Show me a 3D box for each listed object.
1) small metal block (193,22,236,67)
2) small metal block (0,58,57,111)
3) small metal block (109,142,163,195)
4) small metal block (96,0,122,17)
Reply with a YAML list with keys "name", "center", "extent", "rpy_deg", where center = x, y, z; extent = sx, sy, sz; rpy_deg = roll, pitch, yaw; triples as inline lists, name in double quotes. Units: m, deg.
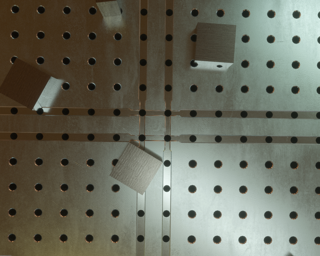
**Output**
- name: "small metal block"
  center: [0.072, -0.111, 0.414]
  extent: [0.050, 0.025, 0.050]
  rpy_deg: [4, 90, -1]
- name: "small metal block"
  center: [-0.175, -0.057, 0.411]
  extent: [0.050, 0.025, 0.050]
  rpy_deg: [29, 90, -1]
- name: "small metal block"
  center: [-0.031, 0.053, 0.413]
  extent: [0.050, 0.025, 0.050]
  rpy_deg: [31, 90, -1]
- name: "small metal block"
  center: [-0.068, -0.178, 0.400]
  extent: [0.025, 0.050, 0.050]
  rpy_deg: [-7, 90, 0]
